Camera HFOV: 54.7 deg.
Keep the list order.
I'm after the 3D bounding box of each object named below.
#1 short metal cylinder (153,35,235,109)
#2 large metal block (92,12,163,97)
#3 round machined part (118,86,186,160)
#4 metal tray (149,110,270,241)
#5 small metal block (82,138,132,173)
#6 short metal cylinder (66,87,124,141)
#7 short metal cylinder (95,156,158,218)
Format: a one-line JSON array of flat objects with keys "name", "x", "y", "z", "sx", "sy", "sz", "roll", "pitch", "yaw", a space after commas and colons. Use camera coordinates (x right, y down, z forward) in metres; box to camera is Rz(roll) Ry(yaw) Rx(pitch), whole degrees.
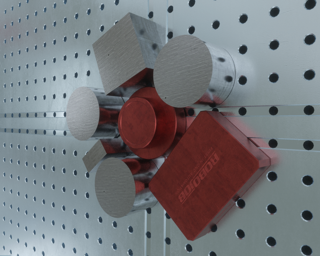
[{"name": "short metal cylinder", "x": 0.039, "y": -0.062, "z": 0.360, "sx": 0.080, "sy": 0.050, "sz": 0.080, "roll": 0, "pitch": 90, "yaw": 40}, {"name": "large metal block", "x": -0.041, "y": -0.096, "z": 0.427, "sx": 0.080, "sy": 0.050, "sz": 0.080, "roll": -27, "pitch": 73, "yaw": 37}, {"name": "round machined part", "x": -0.018, "y": -0.007, "z": 0.412, "sx": 0.098, "sy": 0.042, "sz": 0.097, "roll": 0, "pitch": 90, "yaw": 40}, {"name": "metal tray", "x": 0.051, "y": 0.055, "z": 0.363, "sx": 0.090, "sy": 0.030, "sz": 0.129, "roll": 48, "pitch": 118, "yaw": 29}, {"name": "small metal block", "x": -0.077, "y": 0.040, "z": 0.456, "sx": 0.050, "sy": 0.050, "sz": 0.025, "roll": -45, "pitch": 63, "yaw": 31}, {"name": "short metal cylinder", "x": -0.098, "y": -0.021, "z": 0.473, "sx": 0.080, "sy": 0.050, "sz": 0.080, "roll": 0, "pitch": 90, "yaw": 40}, {"name": "short metal cylinder", "x": -0.045, "y": 0.079, "z": 0.430, "sx": 0.080, "sy": 0.050, "sz": 0.080, "roll": 0, "pitch": 90, "yaw": 40}]
